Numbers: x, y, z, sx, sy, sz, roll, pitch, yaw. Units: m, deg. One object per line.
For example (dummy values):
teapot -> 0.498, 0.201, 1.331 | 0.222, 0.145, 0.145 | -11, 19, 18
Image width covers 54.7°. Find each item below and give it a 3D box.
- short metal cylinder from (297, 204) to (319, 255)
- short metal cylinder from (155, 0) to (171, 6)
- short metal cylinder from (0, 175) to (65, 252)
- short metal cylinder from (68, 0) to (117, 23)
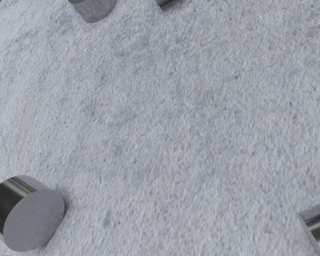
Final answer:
short metal cylinder -> 0.149, 0.092, 0.234 | 0.050, 0.080, 0.080 | -28, 52, 10
short metal cylinder -> 0.002, -0.255, 0.523 | 0.050, 0.080, 0.080 | -26, 53, 12
short metal cylinder -> -0.170, 0.106, 0.391 | 0.050, 0.080, 0.080 | 18, 71, 35
short metal cylinder -> -0.134, -0.256, 0.612 | 0.080, 0.050, 0.080 | -13, 56, 20
